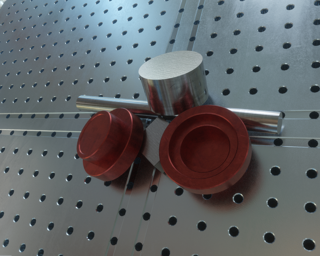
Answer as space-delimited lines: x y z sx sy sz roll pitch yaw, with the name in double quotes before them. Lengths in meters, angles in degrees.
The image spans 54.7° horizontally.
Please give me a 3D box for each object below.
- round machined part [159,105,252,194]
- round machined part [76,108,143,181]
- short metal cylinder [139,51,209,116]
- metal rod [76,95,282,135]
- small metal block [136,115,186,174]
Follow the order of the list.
"round machined part" 0.052 0.026 0.346 0.098 0.042 0.098 -11 60 19
"round machined part" -0.071 0.016 0.403 0.098 0.042 0.098 -28 45 33
"short metal cylinder" 0.018 -0.059 0.395 0.080 0.050 0.080 -11 34 7
"metal rod" 0.003 -0.022 0.415 0.300 0.025 0.025 8 66 31
"small metal block" 0.001 0.020 0.390 0.050 0.025 0.050 -45 51 -3
